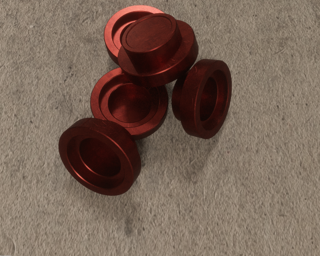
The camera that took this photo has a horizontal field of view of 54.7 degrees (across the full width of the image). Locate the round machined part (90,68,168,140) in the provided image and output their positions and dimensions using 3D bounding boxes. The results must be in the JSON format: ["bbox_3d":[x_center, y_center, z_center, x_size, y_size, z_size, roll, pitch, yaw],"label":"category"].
[{"bbox_3d":[-0.039,-0.029,0.409,0.099,0.042,0.098,0,70,-1],"label":"round machined part"}]

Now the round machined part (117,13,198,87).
[{"bbox_3d":[-0.007,-0.099,0.372,0.098,0.042,0.098,-11,53,15],"label":"round machined part"}]

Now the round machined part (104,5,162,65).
[{"bbox_3d":[-0.028,-0.123,0.444,0.099,0.042,0.098,0,70,0],"label":"round machined part"}]

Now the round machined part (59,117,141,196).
[{"bbox_3d":[-0.066,0.029,0.367,0.098,0.097,0.042,26,39,9],"label":"round machined part"}]

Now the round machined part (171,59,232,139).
[{"bbox_3d":[0.050,-0.038,0.390,0.042,0.098,0.098,15,68,33],"label":"round machined part"}]
